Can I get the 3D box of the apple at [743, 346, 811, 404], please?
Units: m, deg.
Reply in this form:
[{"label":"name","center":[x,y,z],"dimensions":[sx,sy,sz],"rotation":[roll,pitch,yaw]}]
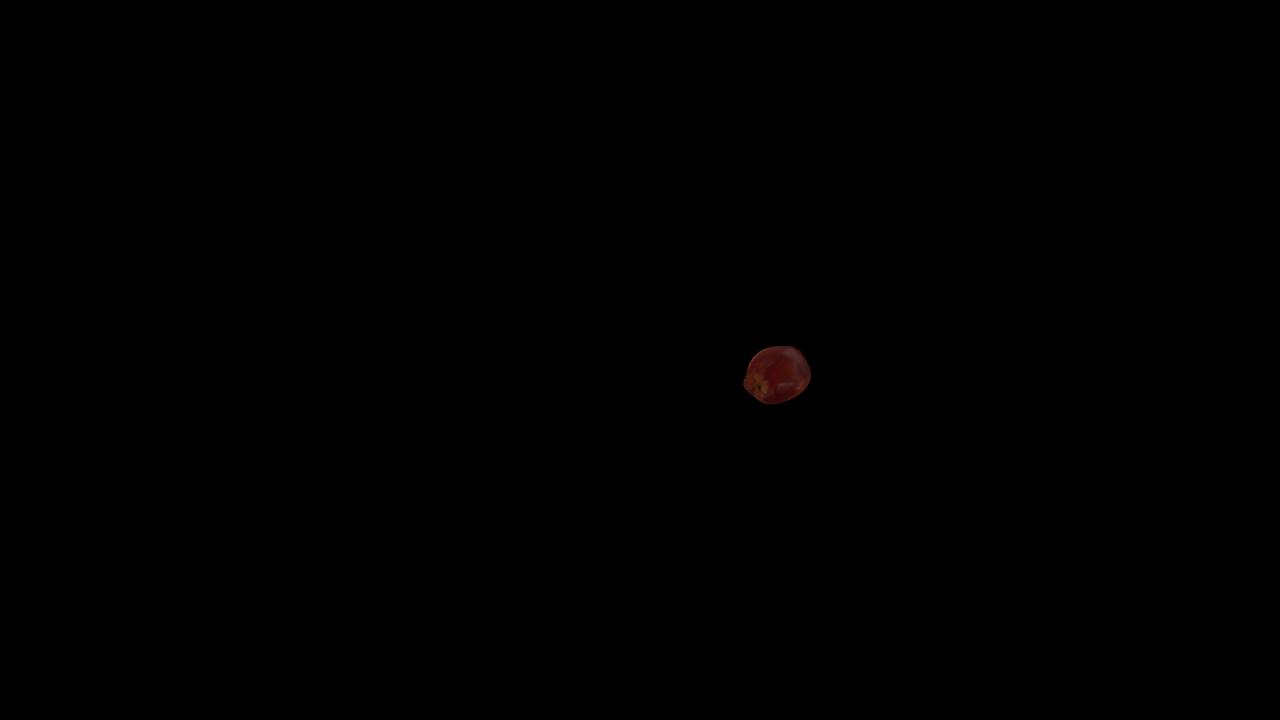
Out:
[{"label":"apple","center":[0.180,0.020,0.805],"dimensions":[0.079,0.079,0.093],"rotation":[0,14,44]}]
